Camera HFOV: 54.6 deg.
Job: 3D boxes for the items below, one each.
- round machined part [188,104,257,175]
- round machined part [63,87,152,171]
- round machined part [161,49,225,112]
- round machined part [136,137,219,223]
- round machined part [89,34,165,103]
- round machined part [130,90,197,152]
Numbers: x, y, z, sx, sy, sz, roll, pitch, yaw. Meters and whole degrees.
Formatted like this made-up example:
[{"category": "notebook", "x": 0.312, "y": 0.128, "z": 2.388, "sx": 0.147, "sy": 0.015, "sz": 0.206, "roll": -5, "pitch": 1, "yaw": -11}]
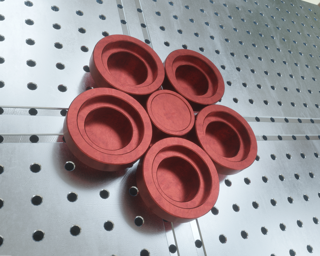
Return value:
[{"category": "round machined part", "x": 0.081, "y": 0.019, "z": 0.428, "sx": 0.099, "sy": 0.042, "sz": 0.098, "roll": 13, "pitch": 56, "yaw": -21}, {"category": "round machined part", "x": -0.062, "y": 0.005, "z": 0.360, "sx": 0.099, "sy": 0.042, "sz": 0.098, "roll": 13, "pitch": 56, "yaw": -21}, {"category": "round machined part", "x": 0.043, "y": -0.065, "z": 0.459, "sx": 0.099, "sy": 0.042, "sz": 0.098, "roll": 13, "pitch": 56, "yaw": -21}, {"category": "round machined part", "x": 0.017, "y": 0.063, "z": 0.367, "sx": 0.099, "sy": 0.042, "sz": 0.098, "roll": 13, "pitch": 56, "yaw": -21}, {"category": "round machined part", "x": -0.047, "y": -0.074, "z": 0.417, "sx": 0.099, "sy": 0.042, "sz": 0.098, "roll": 13, "pitch": 56, "yaw": -21}, {"category": "round machined part", "x": 0.006, "y": -0.011, "z": 0.406, "sx": 0.099, "sy": 0.042, "sz": 0.098, "roll": 13, "pitch": 56, "yaw": -21}]
